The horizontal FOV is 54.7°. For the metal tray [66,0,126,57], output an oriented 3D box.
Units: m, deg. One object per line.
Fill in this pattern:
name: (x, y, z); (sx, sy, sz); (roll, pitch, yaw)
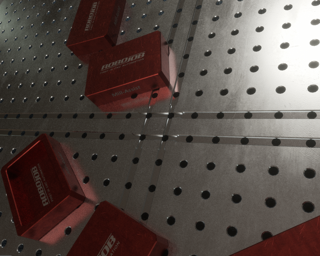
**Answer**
metal tray: (-0.120, -0.203, 0.590); (0.090, 0.030, 0.130); (-7, 58, 24)

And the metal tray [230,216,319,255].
metal tray: (0.129, 0.131, 0.257); (0.130, 0.030, 0.090); (-28, 52, 9)

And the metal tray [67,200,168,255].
metal tray: (-0.062, 0.158, 0.339); (0.090, 0.030, 0.130); (22, 73, 35)

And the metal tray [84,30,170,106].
metal tray: (-0.052, -0.093, 0.488); (0.130, 0.030, 0.090); (-14, 56, 20)

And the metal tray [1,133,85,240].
metal tray: (-0.172, 0.079, 0.443); (0.090, 0.030, 0.130); (-40, 51, 0)
